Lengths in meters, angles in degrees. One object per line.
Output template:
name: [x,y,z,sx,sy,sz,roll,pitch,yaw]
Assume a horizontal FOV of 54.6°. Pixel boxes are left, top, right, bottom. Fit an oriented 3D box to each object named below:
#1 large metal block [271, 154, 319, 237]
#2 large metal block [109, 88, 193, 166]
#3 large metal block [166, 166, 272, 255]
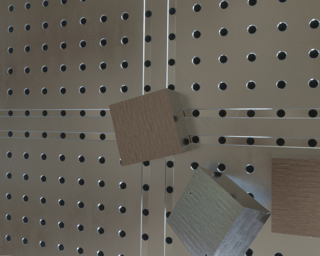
large metal block: [0.165,0.072,0.341,0.080,0.050,0.080,0,90,20]
large metal block: [-0.011,0.000,0.404,0.080,0.050,0.080,-14,85,19]
large metal block: [0.064,0.103,0.357,0.080,0.050,0.080,-62,37,10]
